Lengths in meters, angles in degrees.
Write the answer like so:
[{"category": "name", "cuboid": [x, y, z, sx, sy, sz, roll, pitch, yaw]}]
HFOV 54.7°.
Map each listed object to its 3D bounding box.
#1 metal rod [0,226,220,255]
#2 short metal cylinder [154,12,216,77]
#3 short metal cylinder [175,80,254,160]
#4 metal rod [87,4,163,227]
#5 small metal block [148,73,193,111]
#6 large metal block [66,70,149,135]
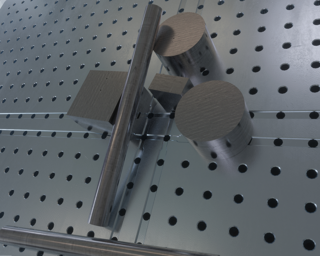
[{"category": "metal rod", "cuboid": [-0.079, 0.141, 0.362, 0.300, 0.025, 0.025, -3, 61, 26]}, {"category": "short metal cylinder", "cuboid": [0.034, -0.119, 0.447, 0.080, 0.050, 0.080, -13, 56, 21]}, {"category": "short metal cylinder", "cuboid": [0.064, -0.009, 0.364, 0.080, 0.050, 0.080, -13, 56, 21]}, {"category": "metal rod", "cuboid": [-0.042, -0.025, 0.407, 0.025, 0.025, 0.299, 6, 76, 31]}, {"category": "small metal block", "cuboid": [0.021, -0.044, 0.409, 0.050, 0.050, 0.025, 15, 70, 34]}, {"category": "large metal block", "cuboid": [-0.076, -0.036, 0.454, 0.080, 0.050, 0.080, 9, 66, 32]}]
